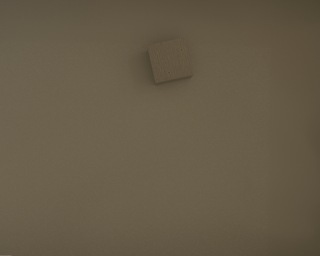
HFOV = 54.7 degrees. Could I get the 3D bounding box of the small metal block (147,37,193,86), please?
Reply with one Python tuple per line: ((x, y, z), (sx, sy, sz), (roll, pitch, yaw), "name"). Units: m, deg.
((0.013, -0.088, 0.412), (0.050, 0.025, 0.050), (-13, 90, -1), "small metal block")
